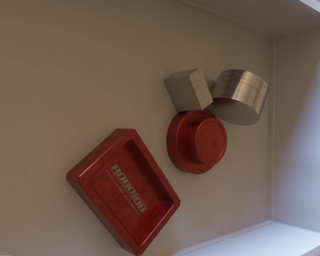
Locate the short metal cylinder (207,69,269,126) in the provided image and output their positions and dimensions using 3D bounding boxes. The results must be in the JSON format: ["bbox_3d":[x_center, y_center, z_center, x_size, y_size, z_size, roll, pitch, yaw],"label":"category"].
[{"bbox_3d":[0.118,-0.045,0.473,0.080,0.080,0.050,37,67,-34],"label":"short metal cylinder"}]

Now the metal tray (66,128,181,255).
[{"bbox_3d":[-0.037,0.076,0.373,0.090,0.030,0.130,-45,118,-31],"label":"metal tray"}]

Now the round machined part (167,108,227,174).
[{"bbox_3d":[0.060,0.019,0.448,0.099,0.042,0.097,0,90,-40],"label":"round machined part"}]

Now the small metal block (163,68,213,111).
[{"bbox_3d":[0.038,-0.051,0.425,0.025,0.050,0.050,-37,113,-34],"label":"small metal block"}]
